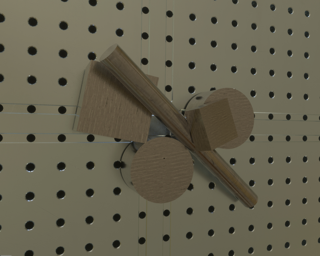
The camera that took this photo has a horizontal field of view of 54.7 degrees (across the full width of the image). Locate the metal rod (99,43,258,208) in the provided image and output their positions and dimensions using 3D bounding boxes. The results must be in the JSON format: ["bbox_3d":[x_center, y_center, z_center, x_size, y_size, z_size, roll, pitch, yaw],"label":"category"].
[{"bbox_3d":[0.041,0.015,0.387,0.300,0.025,0.025,45,76,-29],"label":"metal rod"}]

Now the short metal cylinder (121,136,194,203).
[{"bbox_3d":[-0.005,0.050,0.394,0.081,0.050,0.079,0,90,-20],"label":"short metal cylinder"}]

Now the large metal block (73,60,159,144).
[{"bbox_3d":[-0.054,-0.028,0.374,0.081,0.050,0.080,12,86,-20],"label":"large metal block"}]

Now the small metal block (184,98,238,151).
[{"bbox_3d":[0.062,-0.004,0.371,0.050,0.025,0.050,-22,98,-37],"label":"small metal block"}]

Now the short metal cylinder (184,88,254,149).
[{"bbox_3d":[0.080,-0.013,0.425,0.081,0.050,0.079,0,90,-20],"label":"short metal cylinder"}]
